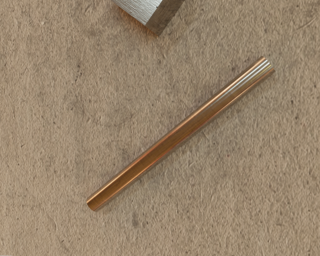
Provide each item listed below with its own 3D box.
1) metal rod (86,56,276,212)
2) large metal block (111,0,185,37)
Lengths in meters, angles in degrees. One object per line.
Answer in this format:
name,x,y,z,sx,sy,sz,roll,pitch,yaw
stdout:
metal rod,0.016,0.017,0.403,0.300,0.025,0.025,-40,78,15
large metal block,-0.015,-0.180,0.401,0.080,0.050,0.080,41,103,15
